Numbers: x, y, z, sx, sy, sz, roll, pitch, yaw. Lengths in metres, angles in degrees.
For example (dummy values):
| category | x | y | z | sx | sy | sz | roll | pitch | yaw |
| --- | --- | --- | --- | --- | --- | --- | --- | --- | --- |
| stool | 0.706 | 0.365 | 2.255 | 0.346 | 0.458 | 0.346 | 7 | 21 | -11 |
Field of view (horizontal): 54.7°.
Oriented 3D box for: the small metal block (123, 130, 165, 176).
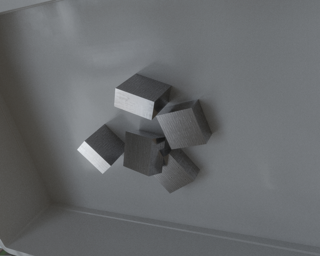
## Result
| category | x | y | z | sx | sy | sz | roll | pitch | yaw |
| --- | --- | --- | --- | --- | --- | --- | --- | --- | --- |
| small metal block | -0.022 | 0.032 | 0.420 | 0.050 | 0.025 | 0.050 | 14 | 104 | 41 |

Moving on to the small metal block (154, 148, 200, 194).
| category | x | y | z | sx | sy | sz | roll | pitch | yaw |
| --- | --- | --- | --- | --- | --- | --- | --- | --- | --- |
| small metal block | 0.018 | 0.058 | 0.433 | 0.050 | 0.025 | 0.050 | 48 | 128 | -6 |

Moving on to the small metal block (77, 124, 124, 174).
| category | x | y | z | sx | sy | sz | roll | pitch | yaw |
| --- | --- | --- | --- | --- | --- | --- | --- | --- | --- |
| small metal block | -0.082 | 0.030 | 0.452 | 0.050 | 0.050 | 0.025 | 44 | 129 | -3 |

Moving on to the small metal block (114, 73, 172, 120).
| category | x | y | z | sx | sy | sz | roll | pitch | yaw |
| --- | --- | --- | --- | --- | --- | --- | --- | --- | --- |
| small metal block | -0.020 | -0.039 | 0.378 | 0.050 | 0.050 | 0.025 | 21 | 126 | 15 |

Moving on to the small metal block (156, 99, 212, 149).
| category | x | y | z | sx | sy | sz | roll | pitch | yaw |
| --- | --- | --- | --- | --- | --- | --- | --- | --- | --- |
| small metal block | 0.031 | -0.004 | 0.389 | 0.050 | 0.025 | 0.050 | -12 | 113 | 32 |
